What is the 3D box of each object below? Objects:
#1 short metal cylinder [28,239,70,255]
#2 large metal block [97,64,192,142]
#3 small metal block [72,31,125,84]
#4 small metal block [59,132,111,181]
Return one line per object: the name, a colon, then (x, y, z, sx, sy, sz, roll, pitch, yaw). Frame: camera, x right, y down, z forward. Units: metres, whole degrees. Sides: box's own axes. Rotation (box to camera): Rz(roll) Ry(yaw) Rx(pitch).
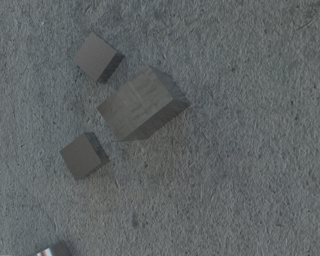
short metal cylinder: (-0.166, 0.200, 0.438, 0.080, 0.080, 0.050, -27, 81, 18)
large metal block: (-0.016, -0.028, 0.386, 0.080, 0.080, 0.050, -38, 78, 16)
small metal block: (-0.087, -0.099, 0.440, 0.050, 0.025, 0.050, 41, 103, 15)
small metal block: (-0.109, 0.041, 0.447, 0.050, 0.025, 0.050, -35, 79, 16)
